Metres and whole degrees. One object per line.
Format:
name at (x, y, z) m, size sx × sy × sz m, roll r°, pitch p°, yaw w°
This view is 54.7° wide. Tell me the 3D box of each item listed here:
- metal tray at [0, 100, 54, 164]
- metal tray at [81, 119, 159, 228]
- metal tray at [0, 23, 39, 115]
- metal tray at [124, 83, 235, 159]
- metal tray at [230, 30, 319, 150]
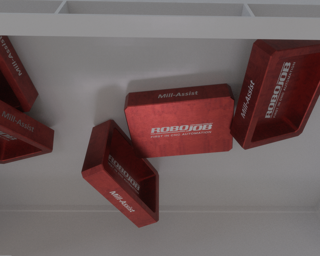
metal tray at (-0.204, 0.003, 0.369) m, size 0.090 × 0.030 × 0.130 m, roll -14°, pitch 153°, yaw 18°
metal tray at (-0.046, 0.063, 0.418) m, size 0.030 × 0.090 × 0.130 m, roll -23°, pitch 127°, yaw 18°
metal tray at (-0.207, -0.071, 0.342) m, size 0.090 × 0.030 × 0.129 m, roll -8°, pitch 130°, yaw 7°
metal tray at (0.027, -0.006, 0.400) m, size 0.131 × 0.030 × 0.089 m, roll -5°, pitch 130°, yaw 4°
metal tray at (0.137, -0.040, 0.352) m, size 0.091 × 0.030 × 0.129 m, roll -12°, pitch 133°, yaw -18°
